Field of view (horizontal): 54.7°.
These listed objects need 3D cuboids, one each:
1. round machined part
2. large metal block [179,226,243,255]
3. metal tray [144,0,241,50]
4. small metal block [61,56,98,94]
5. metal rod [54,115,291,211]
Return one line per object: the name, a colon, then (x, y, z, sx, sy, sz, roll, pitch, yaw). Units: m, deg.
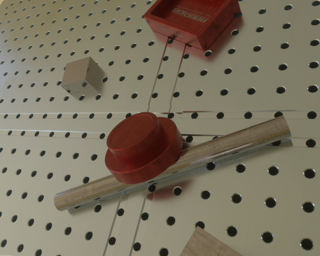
round machined part: (-0.025, 0.017, 0.378, 0.098, 0.042, 0.098, -21, 32, 14)
large metal block: (0.063, 0.133, 0.258, 0.080, 0.080, 0.050, 25, 76, 36)
metal tray: (0.048, -0.183, 0.490, 0.130, 0.030, 0.090, 35, 81, 38)
small metal block: (-0.138, -0.091, 0.534, 0.050, 0.025, 0.050, -10, 57, 22)
metal rod: (0.002, 0.049, 0.376, 0.301, 0.025, 0.025, -21, 54, 15)
